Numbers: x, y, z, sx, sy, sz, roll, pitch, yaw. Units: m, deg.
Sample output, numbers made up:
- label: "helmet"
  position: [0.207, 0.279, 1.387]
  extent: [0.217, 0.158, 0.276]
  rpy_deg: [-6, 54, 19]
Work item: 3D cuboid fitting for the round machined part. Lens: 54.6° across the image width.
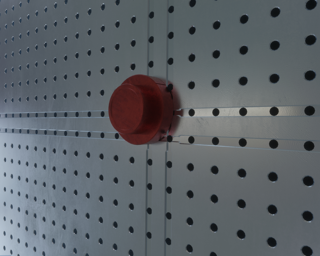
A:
- label: "round machined part"
  position: [-0.033, -0.025, 0.427]
  extent: [0.098, 0.042, 0.097]
  rpy_deg: [0, 90, 40]
